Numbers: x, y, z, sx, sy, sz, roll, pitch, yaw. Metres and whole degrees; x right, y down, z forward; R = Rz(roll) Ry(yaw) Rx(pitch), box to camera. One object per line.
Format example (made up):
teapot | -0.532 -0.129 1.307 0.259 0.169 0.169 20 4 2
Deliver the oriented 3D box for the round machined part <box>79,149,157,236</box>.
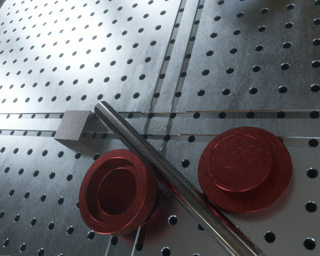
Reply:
round machined part | -0.045 0.077 0.369 0.098 0.042 0.098 -14 60 27

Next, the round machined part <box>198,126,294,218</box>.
round machined part | 0.086 0.041 0.327 0.098 0.042 0.098 -13 56 21

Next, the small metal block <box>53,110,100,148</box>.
small metal block | -0.127 0.001 0.475 0.050 0.025 0.050 2 63 29

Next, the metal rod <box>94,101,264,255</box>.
metal rod | -0.001 0.047 0.379 0.025 0.025 0.300 -46 51 -4
